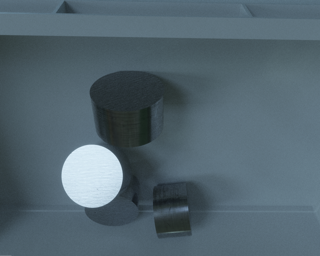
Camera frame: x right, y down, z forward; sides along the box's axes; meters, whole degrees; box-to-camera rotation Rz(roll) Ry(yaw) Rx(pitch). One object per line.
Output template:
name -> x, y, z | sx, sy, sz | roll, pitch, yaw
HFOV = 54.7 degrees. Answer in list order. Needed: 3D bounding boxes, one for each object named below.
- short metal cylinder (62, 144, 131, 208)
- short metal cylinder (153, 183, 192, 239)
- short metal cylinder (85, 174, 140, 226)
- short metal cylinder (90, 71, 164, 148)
short metal cylinder -> -0.083, 0.062, 0.417 | 0.080, 0.050, 0.080 | 0, 88, 7
short metal cylinder -> 0.020, 0.128, 0.483 | 0.050, 0.080, 0.080 | -7, 130, 5
short metal cylinder -> -0.073, 0.110, 0.485 | 0.081, 0.050, 0.079 | 0, 130, 0
short metal cylinder -> -0.036, -0.023, 0.353 | 0.081, 0.080, 0.050 | 0, 130, -1
